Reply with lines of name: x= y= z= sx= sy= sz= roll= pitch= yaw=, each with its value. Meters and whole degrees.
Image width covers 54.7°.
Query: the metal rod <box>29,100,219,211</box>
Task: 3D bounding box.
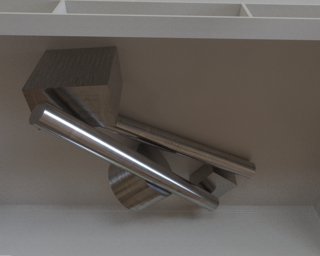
metal rod: x=-0.015 y=0.050 z=0.373 sx=0.025 sy=0.025 sz=0.301 roll=-33 pitch=136 yaw=24

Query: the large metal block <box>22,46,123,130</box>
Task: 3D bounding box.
large metal block: x=-0.087 y=-0.045 z=0.333 sx=0.080 sy=0.080 sz=0.050 roll=-3 pitch=130 yaw=2

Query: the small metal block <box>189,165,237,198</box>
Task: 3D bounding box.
small metal block: x=0.082 y=0.082 z=0.479 sx=0.050 sy=0.025 sz=0.050 roll=31 pitch=123 yaw=-24

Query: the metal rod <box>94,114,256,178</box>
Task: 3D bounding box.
metal rod: x=-0.001 y=0.015 z=0.420 sx=0.302 sy=0.025 sz=0.025 roll=19 pitch=127 yaw=-17

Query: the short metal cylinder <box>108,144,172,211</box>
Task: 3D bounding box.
short metal cylinder: x=-0.024 y=0.067 z=0.427 sx=0.050 sy=0.080 sz=0.080 roll=-33 pitch=123 yaw=24
